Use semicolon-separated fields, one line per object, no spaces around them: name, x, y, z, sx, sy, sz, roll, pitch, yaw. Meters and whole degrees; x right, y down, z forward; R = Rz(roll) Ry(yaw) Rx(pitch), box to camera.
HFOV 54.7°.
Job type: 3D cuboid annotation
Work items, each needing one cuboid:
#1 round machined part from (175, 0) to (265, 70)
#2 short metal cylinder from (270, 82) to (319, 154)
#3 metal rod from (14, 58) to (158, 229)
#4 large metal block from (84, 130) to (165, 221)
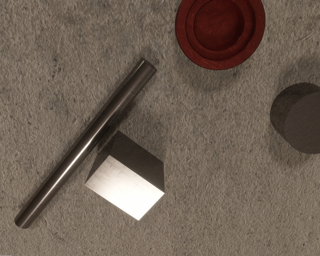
round machined part;0.066;-0.119;0.358;0.099;0.042;0.097;0;110;-1
short metal cylinder;0.189;-0.014;0.394;0.081;0.050;0.079;0;110;-1
metal rod;-0.108;0.030;0.419;0.025;0.025;0.299;38;105;-13
large metal block;-0.042;0.058;0.401;0.080;0.080;0.050;37;106;-13
